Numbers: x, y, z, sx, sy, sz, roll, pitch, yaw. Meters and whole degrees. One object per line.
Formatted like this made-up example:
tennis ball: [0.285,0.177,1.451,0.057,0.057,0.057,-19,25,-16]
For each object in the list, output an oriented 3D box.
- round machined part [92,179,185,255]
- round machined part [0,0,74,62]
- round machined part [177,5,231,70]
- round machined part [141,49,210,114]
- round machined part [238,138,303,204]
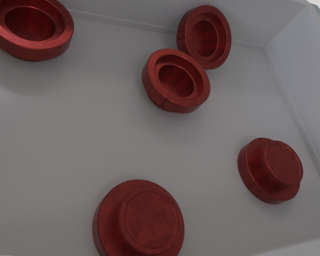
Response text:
round machined part: [-0.017,0.100,0.324,0.099,0.042,0.098,14,56,-21]
round machined part: [-0.160,-0.121,0.382,0.099,0.042,0.098,14,56,-21]
round machined part: [0.065,-0.142,0.497,0.099,0.042,0.097,-4,98,-35]
round machined part: [0.019,-0.062,0.442,0.099,0.042,0.098,14,56,-21]
round machined part: [0.166,0.057,0.449,0.099,0.042,0.098,14,56,-21]
